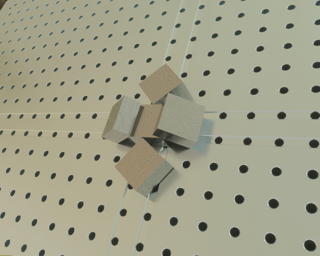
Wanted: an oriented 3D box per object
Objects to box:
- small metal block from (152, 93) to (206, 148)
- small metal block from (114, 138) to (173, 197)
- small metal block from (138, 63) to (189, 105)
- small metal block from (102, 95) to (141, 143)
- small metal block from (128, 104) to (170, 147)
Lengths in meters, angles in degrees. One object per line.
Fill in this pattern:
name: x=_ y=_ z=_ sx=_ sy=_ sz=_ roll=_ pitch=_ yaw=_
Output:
small metal block: x=0.024 y=-0.009 z=0.384 sx=0.050 sy=0.025 sz=0.050 roll=20 pitch=66 yaw=-8
small metal block: x=-0.021 y=0.049 z=0.389 sx=0.050 sy=0.025 sz=0.050 roll=-47 pitch=50 yaw=-4
small metal block: x=0.005 y=-0.057 z=0.441 sx=0.050 sy=0.025 sz=0.050 roll=-37 pitch=50 yaw=2
small metal block: x=-0.054 y=-0.011 z=0.428 sx=0.050 sy=0.025 sz=0.050 roll=-29 pitch=41 yaw=59
small metal block: x=-0.009 y=-0.004 z=0.415 sx=0.050 sy=0.025 sz=0.050 roll=2 pitch=62 yaw=29
